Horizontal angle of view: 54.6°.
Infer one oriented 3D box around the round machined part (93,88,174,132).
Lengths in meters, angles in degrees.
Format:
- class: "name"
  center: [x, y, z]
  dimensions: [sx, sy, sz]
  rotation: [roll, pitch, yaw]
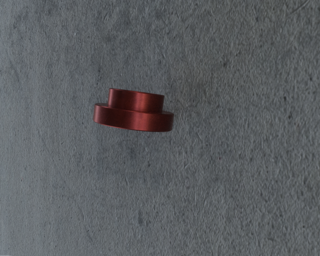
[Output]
- class: "round machined part"
  center: [-0.031, -0.025, 0.384]
  dimensions: [0.098, 0.099, 0.042]
  rotation: [13, 99, 39]
